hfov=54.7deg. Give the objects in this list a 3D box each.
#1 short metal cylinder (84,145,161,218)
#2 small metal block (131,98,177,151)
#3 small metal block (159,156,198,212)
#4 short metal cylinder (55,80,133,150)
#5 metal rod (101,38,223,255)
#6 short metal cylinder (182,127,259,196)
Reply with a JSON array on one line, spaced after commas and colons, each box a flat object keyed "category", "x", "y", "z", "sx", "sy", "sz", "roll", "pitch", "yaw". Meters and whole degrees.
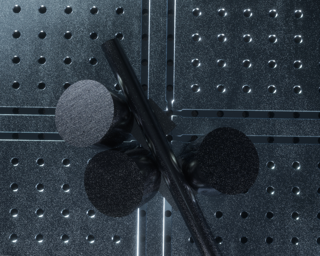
[{"category": "short metal cylinder", "x": -0.045, "y": 0.063, "z": 0.383, "sx": 0.080, "sy": 0.050, "sz": 0.079, "roll": 2, "pitch": 95, "yaw": 22}, {"category": "small metal block", "x": -0.014, "y": -0.004, "z": 0.410, "sx": 0.050, "sy": 0.025, "sz": 0.050, "roll": -43, "pitch": 90, "yaw": 0}, {"category": "small metal block", "x": 0.024, "y": 0.073, "z": 0.410, "sx": 0.050, "sy": 0.025, "sz": 0.050, "roll": -40, "pitch": 90, "yaw": 0}, {"category": "short metal cylinder", "x": -0.080, "y": -0.014, "z": 0.383, "sx": 0.080, "sy": 0.050, "sz": 0.080, "roll": -3, "pitch": 81, "yaw": 20}, {"category": "metal rod", "x": 0.002, "y": 0.029, "z": 0.384, "sx": 0.025, "sy": 0.025, "sz": 0.299, "roll": -26, "pitch": 90, "yaw": 0}, {"category": "short metal cylinder", "x": 0.074, "y": 0.044, "z": 0.385, "sx": 0.081, "sy": 0.050, "sz": 0.080, "roll": 5, "pitch": 74, "yaw": -18}]
